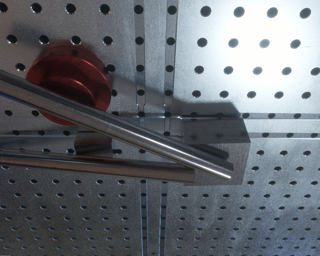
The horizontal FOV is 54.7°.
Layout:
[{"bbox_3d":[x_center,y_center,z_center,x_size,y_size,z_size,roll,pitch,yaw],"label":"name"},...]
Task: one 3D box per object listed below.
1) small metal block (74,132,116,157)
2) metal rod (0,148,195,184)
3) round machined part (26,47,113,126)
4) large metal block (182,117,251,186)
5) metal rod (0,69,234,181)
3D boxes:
[{"bbox_3d":[-0.090,0.032,0.438,0.050,0.025,0.050,0,130,0],"label":"small metal block"},{"bbox_3d":[-0.105,0.049,0.415,0.301,0.025,0.025,4,131,10],"label":"metal rod"},{"bbox_3d":[-0.107,-0.041,0.363,0.099,0.042,0.097,-1,130,0],"label":"round machined part"},{"bbox_3d":[0.072,0.033,0.421,0.081,0.050,0.079,-2,130,1],"label":"large metal block"},{"bbox_3d":[-0.050,-0.001,0.347,0.302,0.025,0.025,22,127,-15],"label":"metal rod"}]
